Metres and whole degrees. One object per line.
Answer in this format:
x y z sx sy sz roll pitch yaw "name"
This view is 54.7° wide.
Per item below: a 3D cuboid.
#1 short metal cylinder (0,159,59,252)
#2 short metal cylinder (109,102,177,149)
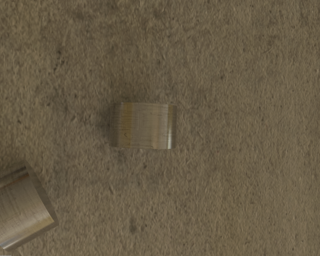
-0.148 0.080 0.325 0.050 0.080 0.080 -27 99 -18 "short metal cylinder"
-0.020 -0.002 0.373 0.081 0.080 0.050 2 90 -20 "short metal cylinder"
